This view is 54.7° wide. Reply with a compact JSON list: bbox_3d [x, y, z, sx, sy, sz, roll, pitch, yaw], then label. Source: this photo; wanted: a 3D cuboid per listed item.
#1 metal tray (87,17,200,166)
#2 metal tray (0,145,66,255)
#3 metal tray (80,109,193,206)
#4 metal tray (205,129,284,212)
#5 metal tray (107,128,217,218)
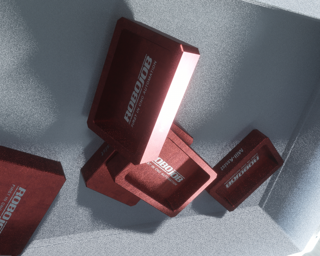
[{"bbox_3d":[-0.023,-0.038,0.326,0.030,0.090,0.129,-7,125,-52],"label":"metal tray"},{"bbox_3d":[-0.182,0.088,0.361,0.090,0.030,0.129,24,105,-37],"label":"metal tray"},{"bbox_3d":[-0.029,0.037,0.412,0.130,0.030,0.090,-48,129,6],"label":"metal tray"},{"bbox_3d":[0.141,0.075,0.528,0.130,0.030,0.090,-44,129,2],"label":"metal tray"},{"bbox_3d":[0.008,0.056,0.404,0.090,0.030,0.130,-45,130,3],"label":"metal tray"}]
